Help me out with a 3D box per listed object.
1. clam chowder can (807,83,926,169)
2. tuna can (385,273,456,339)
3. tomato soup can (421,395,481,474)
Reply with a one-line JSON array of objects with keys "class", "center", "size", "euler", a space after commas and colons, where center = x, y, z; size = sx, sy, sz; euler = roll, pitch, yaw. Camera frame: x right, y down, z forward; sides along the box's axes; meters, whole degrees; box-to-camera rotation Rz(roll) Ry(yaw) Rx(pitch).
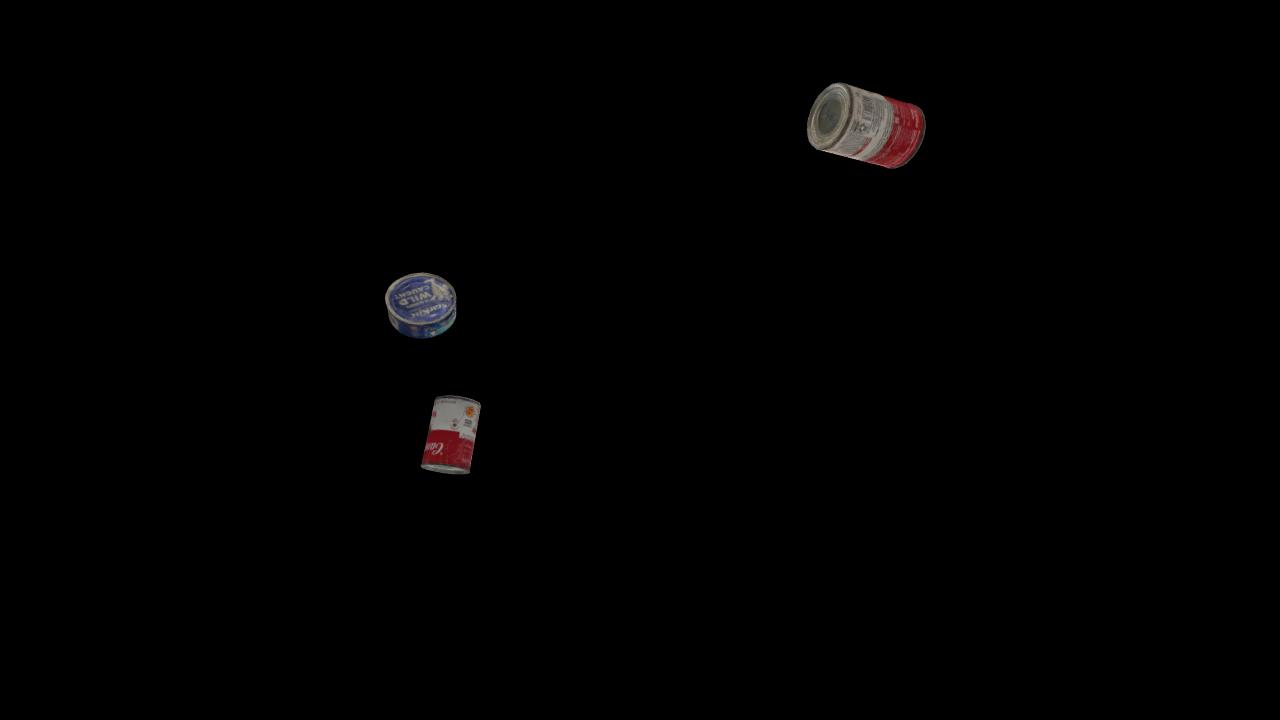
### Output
[{"class": "clam chowder can", "center": [0.236, -0.245, 0.646], "size": [0.102, 0.068, 0.068], "euler": [3, -1, -25]}, {"class": "tuna can", "center": [-0.275, -0.068, 0.777], "size": [0.084, 0.084, 0.034], "euler": [0, -35, -15]}, {"class": "tomato soup can", "center": [-0.268, 0.107, 0.879], "size": [0.068, 0.101, 0.068], "euler": [5, -20, 2]}]
